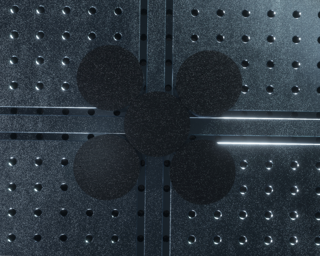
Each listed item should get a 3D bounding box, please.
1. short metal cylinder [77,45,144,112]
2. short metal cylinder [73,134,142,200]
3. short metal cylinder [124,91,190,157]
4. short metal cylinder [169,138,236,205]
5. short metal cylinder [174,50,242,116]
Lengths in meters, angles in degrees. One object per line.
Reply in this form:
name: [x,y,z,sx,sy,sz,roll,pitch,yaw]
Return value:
short metal cylinder: [-0.061,-0.061,0.399,0.081,0.050,0.079,0,90,-1]
short metal cylinder: [-0.065,0.047,0.399,0.081,0.050,0.079,0,90,-1]
short metal cylinder: [-0.003,-0.005,0.400,0.081,0.050,0.079,0,90,-1]
short metal cylinder: [0.052,0.053,0.401,0.081,0.050,0.079,0,90,-1]
short metal cylinder: [0.059,-0.054,0.399,0.081,0.050,0.079,0,90,-1]
